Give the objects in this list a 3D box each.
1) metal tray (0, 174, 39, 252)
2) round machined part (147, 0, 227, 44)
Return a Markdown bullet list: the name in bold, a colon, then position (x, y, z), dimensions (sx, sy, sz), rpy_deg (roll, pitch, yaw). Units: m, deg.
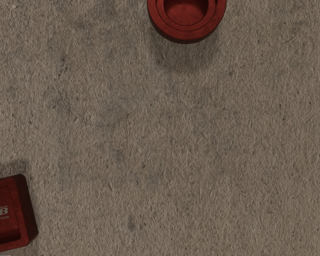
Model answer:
- **metal tray**: position (-0.237, 0.119, 0.404), dimensions (0.131, 0.030, 0.089), rpy_deg (-13, 90, -1)
- **round machined part**: position (0.033, -0.157, 0.402), dimensions (0.099, 0.042, 0.097), rpy_deg (0, 90, -1)
